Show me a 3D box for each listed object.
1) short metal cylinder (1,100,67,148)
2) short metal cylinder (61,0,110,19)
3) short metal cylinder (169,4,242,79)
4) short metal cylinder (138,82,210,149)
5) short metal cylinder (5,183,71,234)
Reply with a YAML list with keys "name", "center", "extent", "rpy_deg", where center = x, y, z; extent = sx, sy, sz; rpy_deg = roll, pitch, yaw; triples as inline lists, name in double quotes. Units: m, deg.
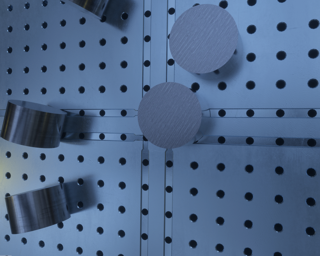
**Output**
- name: "short metal cylinder"
  center: [-0.181, -0.007, 0.447]
  extent: [0.080, 0.080, 0.050]
  rpy_deg: [17, 96, 19]
- name: "short metal cylinder"
  center: [-0.107, -0.190, 0.421]
  extent: [0.080, 0.080, 0.050]
  rpy_deg: [29, 100, 17]
- name: "short metal cylinder"
  center: [0.057, -0.103, 0.379]
  extent: [0.080, 0.050, 0.079]
  rpy_deg: [0, 90, 20]
- name: "short metal cylinder"
  center: [0.019, -0.015, 0.393]
  extent: [0.080, 0.050, 0.079]
  rpy_deg: [0, 90, 20]
- name: "short metal cylinder"
  center: [-0.174, 0.114, 0.445]
  extent: [0.080, 0.080, 0.050]
  rpy_deg: [-15, 85, 19]
